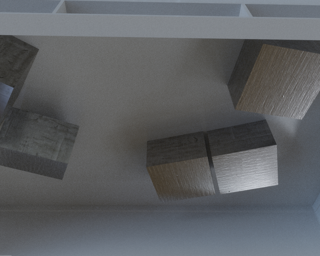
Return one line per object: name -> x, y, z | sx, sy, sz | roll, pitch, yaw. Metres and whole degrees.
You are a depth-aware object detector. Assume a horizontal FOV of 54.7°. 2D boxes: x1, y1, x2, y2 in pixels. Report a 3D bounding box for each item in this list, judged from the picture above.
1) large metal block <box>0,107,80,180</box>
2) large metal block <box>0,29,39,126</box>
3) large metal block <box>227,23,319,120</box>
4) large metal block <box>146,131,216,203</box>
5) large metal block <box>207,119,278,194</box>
large metal block -> -0.154, 0.023, 0.392 | 0.081, 0.050, 0.080 | 17, 152, -15
large metal block -> -0.179, -0.048, 0.330 | 0.050, 0.080, 0.080 | 27, 125, -21
large metal block -> 0.130, -0.061, 0.343 | 0.081, 0.050, 0.079 | 8, 130, -7
large metal block -> 0.031, 0.057, 0.442 | 0.080, 0.050, 0.080 | -11, 130, 8
large metal block -> 0.115, 0.042, 0.430 | 0.080, 0.050, 0.080 | -12, 129, 9
